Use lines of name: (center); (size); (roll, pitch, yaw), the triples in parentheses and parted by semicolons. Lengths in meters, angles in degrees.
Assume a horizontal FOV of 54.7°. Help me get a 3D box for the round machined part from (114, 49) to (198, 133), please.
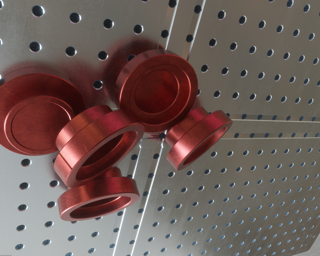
round machined part: (-0.008, -0.046, 0.369); (0.099, 0.042, 0.097); (-14, 125, -21)

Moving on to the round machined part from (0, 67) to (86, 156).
round machined part: (-0.126, -0.011, 0.325); (0.099, 0.042, 0.097); (-14, 125, -21)

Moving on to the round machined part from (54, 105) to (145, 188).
round machined part: (-0.067, 0.014, 0.321); (0.098, 0.042, 0.098); (-39, 165, -12)

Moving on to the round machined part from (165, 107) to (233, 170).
round machined part: (0.046, 0.009, 0.414); (0.098, 0.042, 0.098); (-37, 164, -13)

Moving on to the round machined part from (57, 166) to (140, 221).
round machined part: (-0.079, 0.080, 0.390); (0.099, 0.042, 0.098); (-15, 155, -7)
